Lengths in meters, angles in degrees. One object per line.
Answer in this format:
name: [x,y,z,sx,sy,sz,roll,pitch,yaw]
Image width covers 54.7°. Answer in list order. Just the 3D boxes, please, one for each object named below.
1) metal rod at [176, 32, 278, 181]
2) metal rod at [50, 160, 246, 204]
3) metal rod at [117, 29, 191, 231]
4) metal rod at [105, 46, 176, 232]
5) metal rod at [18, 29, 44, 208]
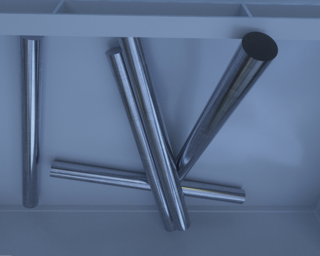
metal rod: [0.046,0.009,0.339,0.025,0.025,0.299,6,154,-6]
metal rod: [-0.013,0.086,0.482,0.302,0.025,0.025,10,129,-9]
metal rod: [0.002,0.026,0.392,0.025,0.025,0.298,-10,123,8]
metal rod: [-0.015,0.036,0.418,0.025,0.025,0.298,-10,123,8]
metal rod: [-0.174,0.012,0.416,0.025,0.025,0.298,11,129,-10]
